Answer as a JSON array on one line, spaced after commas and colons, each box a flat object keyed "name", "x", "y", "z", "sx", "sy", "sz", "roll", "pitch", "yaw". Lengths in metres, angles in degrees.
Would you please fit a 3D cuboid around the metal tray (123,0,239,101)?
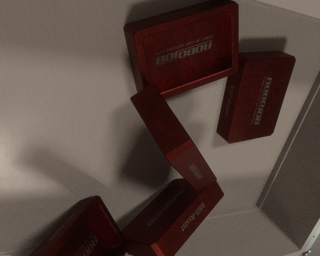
[{"name": "metal tray", "x": 0.031, "y": -0.091, "z": 0.366, "sx": 0.131, "sy": 0.030, "sz": 0.089, "roll": -22, "pitch": 127, "yaw": -16}]

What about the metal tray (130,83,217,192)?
[{"name": "metal tray", "x": 0.020, "y": 0.016, "z": 0.363, "sx": 0.030, "sy": 0.090, "sz": 0.130, "roll": -34, "pitch": 148, "yaw": 3}]

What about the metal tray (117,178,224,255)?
[{"name": "metal tray", "x": 0.015, "y": 0.117, "z": 0.418, "sx": 0.131, "sy": 0.090, "sz": 0.030, "roll": -38, "pitch": 103, "yaw": -36}]

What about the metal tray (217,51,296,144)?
[{"name": "metal tray", "x": 0.139, "y": -0.045, "z": 0.456, "sx": 0.091, "sy": 0.030, "sz": 0.129, "roll": -9, "pitch": 123, "yaw": -24}]

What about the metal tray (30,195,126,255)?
[{"name": "metal tray", "x": -0.093, "y": 0.154, "z": 0.372, "sx": 0.030, "sy": 0.130, "sz": 0.090, "roll": -23, "pitch": 102, "yaw": 24}]
